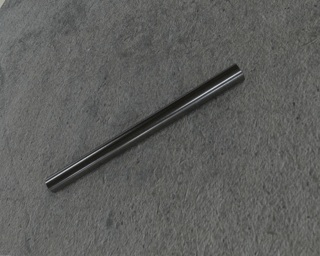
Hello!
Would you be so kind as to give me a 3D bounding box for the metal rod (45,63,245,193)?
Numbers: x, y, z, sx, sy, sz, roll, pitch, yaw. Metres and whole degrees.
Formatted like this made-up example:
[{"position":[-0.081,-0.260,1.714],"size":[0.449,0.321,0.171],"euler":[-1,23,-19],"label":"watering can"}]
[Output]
[{"position":[-0.025,0.004,0.417],"size":[0.300,0.025,0.025],"euler":[-31,52,8],"label":"metal rod"}]
